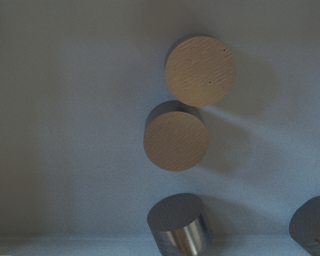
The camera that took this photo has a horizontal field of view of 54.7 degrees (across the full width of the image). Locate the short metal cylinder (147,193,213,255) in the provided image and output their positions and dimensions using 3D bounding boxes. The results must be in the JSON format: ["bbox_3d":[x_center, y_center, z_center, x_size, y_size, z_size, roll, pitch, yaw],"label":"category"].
[{"bbox_3d":[0.028,0.136,0.432,0.080,0.080,0.050,-17,109,6],"label":"short metal cylinder"}]

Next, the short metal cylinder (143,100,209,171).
[{"bbox_3d":[0.020,0.009,0.401,0.081,0.050,0.079,0,110,0],"label":"short metal cylinder"}]

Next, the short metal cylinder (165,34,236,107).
[{"bbox_3d":[0.046,-0.071,0.372,0.081,0.050,0.079,0,110,0],"label":"short metal cylinder"}]

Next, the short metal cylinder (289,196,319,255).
[{"bbox_3d":[0.231,0.142,0.433,0.050,0.080,0.080,42,105,-4],"label":"short metal cylinder"}]
